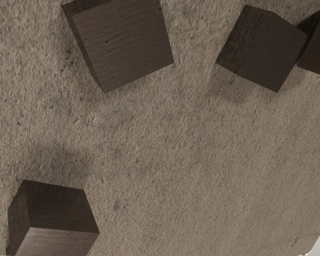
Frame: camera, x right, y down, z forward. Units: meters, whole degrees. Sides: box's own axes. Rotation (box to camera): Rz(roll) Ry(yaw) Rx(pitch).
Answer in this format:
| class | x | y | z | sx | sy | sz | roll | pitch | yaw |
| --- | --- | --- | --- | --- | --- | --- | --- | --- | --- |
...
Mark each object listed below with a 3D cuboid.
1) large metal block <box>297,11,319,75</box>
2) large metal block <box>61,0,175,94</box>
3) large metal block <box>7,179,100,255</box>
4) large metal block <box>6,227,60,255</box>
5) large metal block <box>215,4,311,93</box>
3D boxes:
| class | x | y | z | sx | sy | sz | roll | pitch | yaw |
| --- | --- | --- | --- | --- | --- | --- | --- | --- | --- |
| large metal block | 0.228 | -0.116 | 0.420 | 0.080 | 0.050 | 0.079 | -37 | 149 | -64 |
| large metal block | -0.040 | -0.093 | 0.312 | 0.080 | 0.050 | 0.080 | -27 | 128 | -12 |
| large metal block | -0.129 | 0.112 | 0.371 | 0.080 | 0.080 | 0.050 | 20 | 107 | -36 |
| large metal block | -0.151 | 0.188 | 0.425 | 0.081 | 0.050 | 0.080 | -23 | 127 | -15 |
| large metal block | 0.133 | -0.101 | 0.403 | 0.081 | 0.050 | 0.080 | 14 | 111 | -35 |
